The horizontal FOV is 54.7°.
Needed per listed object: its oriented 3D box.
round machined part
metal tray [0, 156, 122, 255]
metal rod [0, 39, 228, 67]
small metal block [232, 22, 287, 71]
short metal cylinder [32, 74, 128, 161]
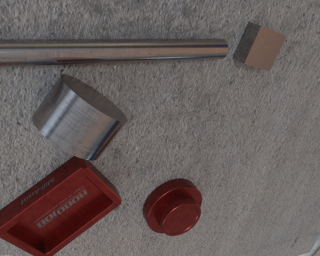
[{"bbox_3d":[0.026,0.133,0.494,0.099,0.042,0.097,-14,125,-21],"label":"round machined part"},{"bbox_3d":[-0.127,0.104,0.399,0.130,0.030,0.090,-37,130,-4],"label":"metal tray"},{"bbox_3d":[-0.058,-0.081,0.326,0.303,0.025,0.025,-8,122,-25],"label":"metal rod"},{"bbox_3d":[0.133,-0.108,0.415,0.050,0.025,0.050,7,115,-32],"label":"small metal block"},{"bbox_3d":[-0.081,-0.011,0.321,0.080,0.080,0.050,31,101,-38],"label":"short metal cylinder"}]
